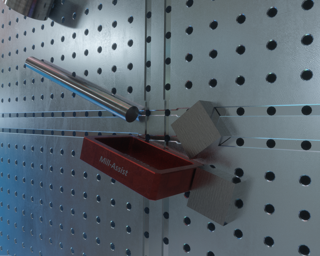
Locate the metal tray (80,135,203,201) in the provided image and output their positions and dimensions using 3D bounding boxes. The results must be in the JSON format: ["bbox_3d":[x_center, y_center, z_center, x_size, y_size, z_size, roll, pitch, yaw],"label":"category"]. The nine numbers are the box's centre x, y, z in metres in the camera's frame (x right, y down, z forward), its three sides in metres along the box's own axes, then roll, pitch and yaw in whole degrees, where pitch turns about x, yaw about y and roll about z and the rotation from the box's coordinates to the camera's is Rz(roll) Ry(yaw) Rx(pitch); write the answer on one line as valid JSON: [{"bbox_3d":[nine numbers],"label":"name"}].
[{"bbox_3d":[-0.024,0.042,0.384,0.130,0.091,0.030,21,103,37],"label":"metal tray"}]

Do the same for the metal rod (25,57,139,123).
[{"bbox_3d":[-0.148,-0.075,0.527,0.300,0.025,0.025,27,107,36],"label":"metal rod"}]

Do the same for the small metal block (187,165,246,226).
[{"bbox_3d":[0.064,0.076,0.356,0.050,0.025,0.050,21,103,37],"label":"small metal block"}]

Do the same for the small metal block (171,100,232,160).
[{"bbox_3d":[0.048,0.003,0.368,0.050,0.025,0.050,-42,65,31],"label":"small metal block"}]

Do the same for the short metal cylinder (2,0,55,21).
[{"bbox_3d":[-0.237,-0.240,0.565,0.080,0.081,0.050,47,118,29],"label":"short metal cylinder"}]
